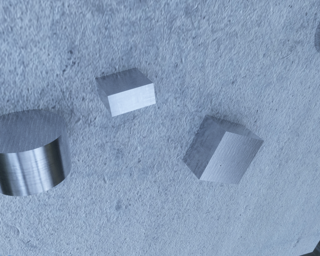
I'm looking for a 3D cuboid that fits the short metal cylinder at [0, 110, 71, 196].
[{"bbox_3d":[-0.133,0.022,0.312,0.081,0.080,0.050,-12,124,-22],"label":"short metal cylinder"}]

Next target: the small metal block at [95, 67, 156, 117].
[{"bbox_3d":[-0.039,-0.041,0.344,0.050,0.050,0.025,-19,126,-18],"label":"small metal block"}]

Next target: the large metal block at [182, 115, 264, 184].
[{"bbox_3d":[0.093,0.034,0.463,0.081,0.050,0.079,13,112,-34],"label":"large metal block"}]

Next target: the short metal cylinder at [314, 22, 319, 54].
[{"bbox_3d":[0.279,-0.139,0.457,0.081,0.050,0.079,-14,124,-21],"label":"short metal cylinder"}]
